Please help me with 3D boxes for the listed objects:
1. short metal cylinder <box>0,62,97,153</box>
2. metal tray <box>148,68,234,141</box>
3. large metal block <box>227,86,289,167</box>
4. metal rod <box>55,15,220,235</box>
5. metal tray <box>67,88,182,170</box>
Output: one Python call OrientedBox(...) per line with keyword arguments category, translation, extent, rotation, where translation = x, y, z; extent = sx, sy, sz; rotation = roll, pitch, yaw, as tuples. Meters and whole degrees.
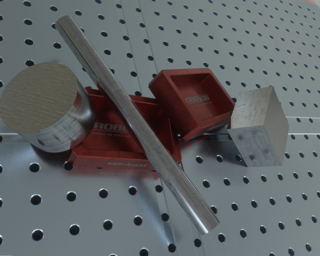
OrientedBox(category="short metal cylinder", translation=(-0.113, -0.021, 0.321), extent=(0.080, 0.050, 0.080), rotation=(-4, 63, 9))
OrientedBox(category="metal tray", translation=(0.054, -0.039, 0.433), extent=(0.131, 0.030, 0.090), rotation=(-16, 70, -52))
OrientedBox(category="large metal block", translation=(0.145, -0.001, 0.448), extent=(0.080, 0.050, 0.080), rotation=(55, 45, -30))
OrientedBox(category="metal rod", translation=(-0.032, -0.011, 0.359), extent=(0.025, 0.025, 0.299), rotation=(-28, 77, -37))
OrientedBox(category="metal tray", translation=(-0.043, 0.003, 0.379), extent=(0.131, 0.030, 0.090), rotation=(6, 59, -25))
